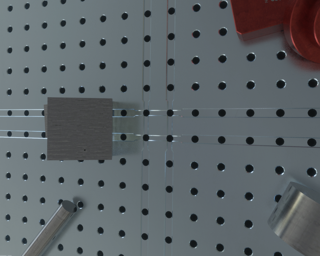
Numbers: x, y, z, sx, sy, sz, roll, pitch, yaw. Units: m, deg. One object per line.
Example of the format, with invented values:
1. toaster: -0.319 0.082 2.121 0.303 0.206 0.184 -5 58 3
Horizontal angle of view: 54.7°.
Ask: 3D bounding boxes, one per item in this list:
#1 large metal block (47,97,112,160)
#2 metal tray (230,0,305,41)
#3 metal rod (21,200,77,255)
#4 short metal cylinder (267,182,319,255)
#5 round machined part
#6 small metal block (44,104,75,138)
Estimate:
1. large metal block: -0.105 0.001 0.420 0.081 0.050 0.080 0 90 -8
2. metal tray: 0.126 -0.180 0.365 0.090 0.030 0.129 -11 86 19
3. metal rod: -0.226 0.230 0.492 0.025 0.025 0.299 42 103 15
4. short metal cylinder: 0.163 0.099 0.326 0.080 0.080 0.050 29 100 17
5. round machined part: 0.183 -0.112 0.315 0.099 0.042 0.097 0 117 0
6. small metal block: -0.143 -0.012 0.463 0.050 0.025 0.050 -4 89 20
